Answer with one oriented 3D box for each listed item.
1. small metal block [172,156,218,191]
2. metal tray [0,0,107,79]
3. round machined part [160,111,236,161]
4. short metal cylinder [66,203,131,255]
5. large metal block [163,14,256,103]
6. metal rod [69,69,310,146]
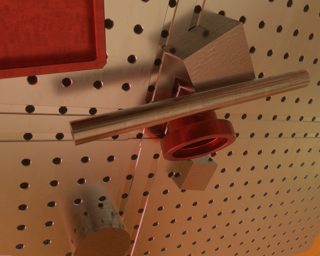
[{"bbox_3d":[0.055,0.070,0.487,0.050,0.025,0.050,11,113,-33],"label":"small metal block"},{"bbox_3d":[-0.118,-0.096,0.284,0.131,0.030,0.089,-11,123,-23],"label":"metal tray"},{"bbox_3d":[0.047,0.008,0.413,0.099,0.042,0.098,-13,160,-5],"label":"round machined part"},{"bbox_3d":[-0.088,0.155,0.444,0.081,0.050,0.079,-14,124,-21],"label":"short metal cylinder"},{"bbox_3d":[0.062,-0.080,0.382,0.080,0.050,0.080,-34,129,-6],"label":"large metal block"},{"bbox_3d":[0.051,-0.030,0.357,0.302,0.025,0.025,-14,125,-20],"label":"metal rod"}]
